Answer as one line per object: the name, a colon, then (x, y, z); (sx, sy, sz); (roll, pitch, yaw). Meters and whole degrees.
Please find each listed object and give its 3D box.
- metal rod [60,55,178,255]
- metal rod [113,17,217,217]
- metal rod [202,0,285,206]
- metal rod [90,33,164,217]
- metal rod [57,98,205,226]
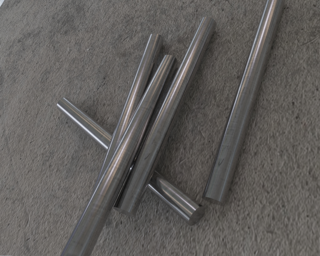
metal rod: (-0.033, 0.012, 0.367); (0.025, 0.025, 0.300); (0, 47, 28)
metal rod: (0.017, -0.033, 0.395); (0.025, 0.025, 0.300); (7, 59, 31)
metal rod: (0.109, -0.053, 0.378); (0.025, 0.025, 0.300); (9, 66, 32)
metal rod: (-0.039, -0.020, 0.412); (0.025, 0.025, 0.300); (-4, 52, 26)
metal rod: (-0.060, 0.027, 0.418); (0.300, 0.025, 0.025); (34, 81, 38)
